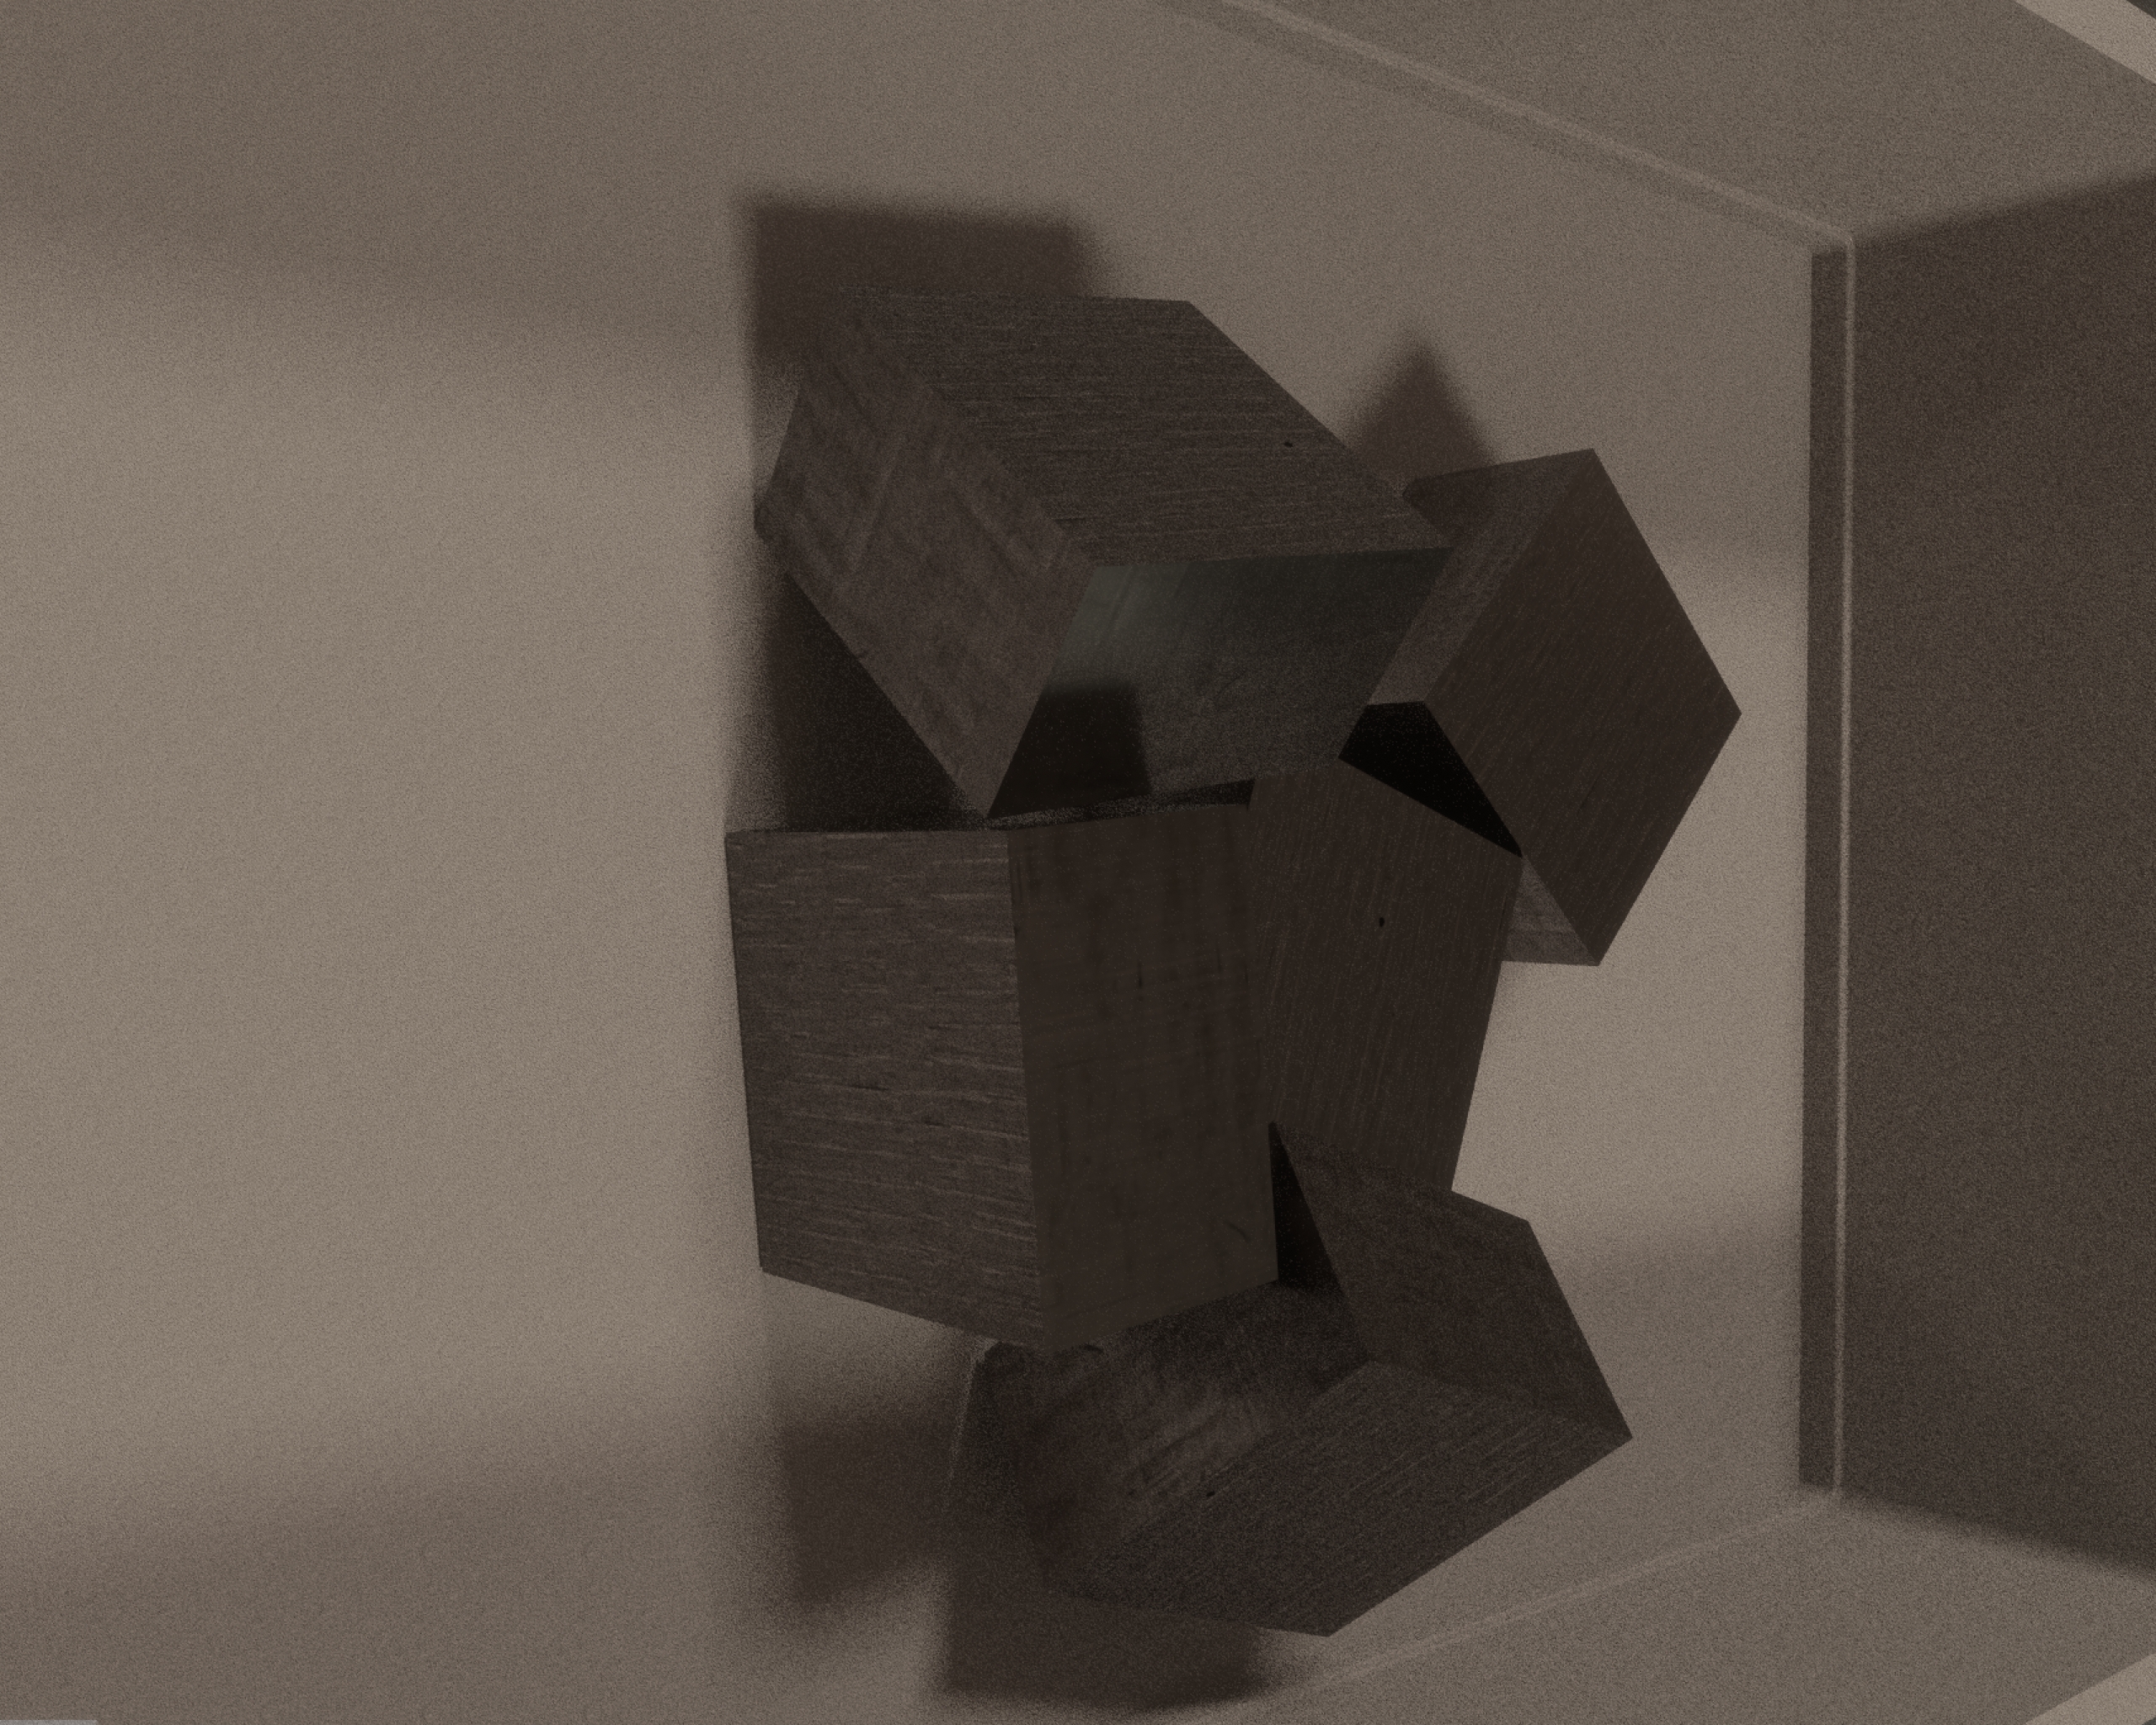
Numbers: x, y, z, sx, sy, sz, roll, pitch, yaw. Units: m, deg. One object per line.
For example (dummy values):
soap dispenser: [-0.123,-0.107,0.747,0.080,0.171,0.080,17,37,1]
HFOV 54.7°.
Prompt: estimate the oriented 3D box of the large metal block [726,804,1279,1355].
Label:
large metal block: [-0.015,0.032,0.359,0.050,0.080,0.079,-7,95,-40]

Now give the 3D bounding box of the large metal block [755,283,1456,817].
large metal block: [0.003,-0.057,0.366,0.081,0.080,0.050,-10,138,-39]

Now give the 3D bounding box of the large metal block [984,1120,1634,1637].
large metal block: [0.043,0.102,0.399,0.080,0.080,0.050,26,32,-39]

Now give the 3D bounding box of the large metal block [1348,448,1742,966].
large metal block: [0.096,-0.034,0.472,0.080,0.050,0.080,52,60,-28]

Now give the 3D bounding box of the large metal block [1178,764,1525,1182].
large metal block: [0.039,0.024,0.424,0.080,0.050,0.080,24,75,-38]
